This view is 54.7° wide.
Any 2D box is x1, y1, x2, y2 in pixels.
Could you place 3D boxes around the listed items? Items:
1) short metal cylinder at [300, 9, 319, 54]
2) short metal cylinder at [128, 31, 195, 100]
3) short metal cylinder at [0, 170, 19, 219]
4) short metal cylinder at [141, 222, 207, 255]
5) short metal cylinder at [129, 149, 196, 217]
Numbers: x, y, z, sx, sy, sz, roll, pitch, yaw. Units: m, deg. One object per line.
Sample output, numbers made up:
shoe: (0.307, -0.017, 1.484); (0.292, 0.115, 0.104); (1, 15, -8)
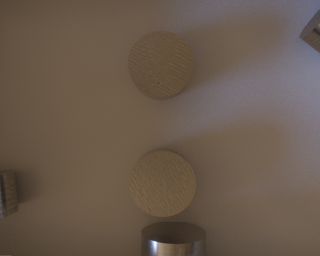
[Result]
short metal cylinder: (0.224, -0.130, 0.385); (0.050, 0.080, 0.080); (38, 90, 0)
short metal cylinder: (0.001, -0.078, 0.399); (0.081, 0.050, 0.080); (0, 90, 0)
short metal cylinder: (-0.221, 0.084, 0.382); (0.080, 0.080, 0.050); (-6, 90, 0)
short metal cylinder: (0.017, 0.154, 0.384); (0.081, 0.080, 0.050); (1, 90, 0)
short metal cylinder: (0.003, 0.068, 0.399); (0.081, 0.050, 0.080); (0, 90, 0)
